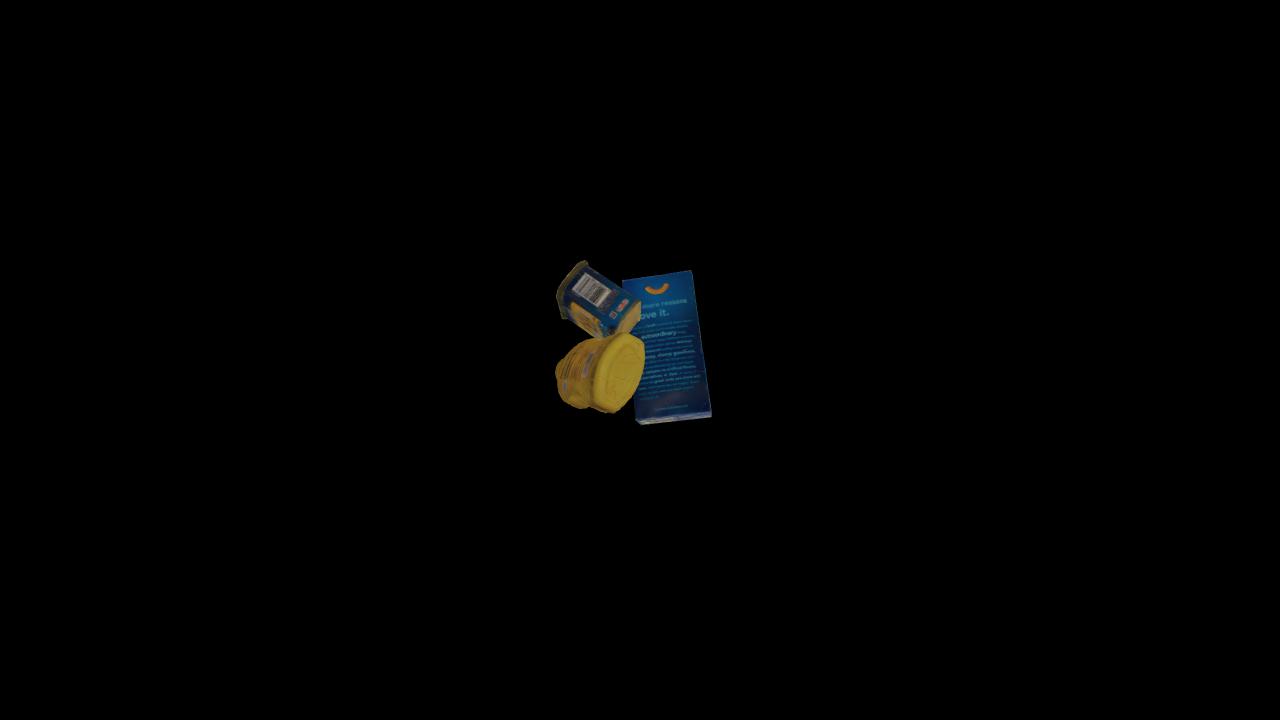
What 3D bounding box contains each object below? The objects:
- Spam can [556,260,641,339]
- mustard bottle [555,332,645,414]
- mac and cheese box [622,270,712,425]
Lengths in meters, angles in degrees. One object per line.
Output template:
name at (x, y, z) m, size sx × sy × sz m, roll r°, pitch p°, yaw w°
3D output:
Spam can at (-0.047, -0.061, 0.740) m, size 0.085 × 0.058 × 0.101 m, roll 35°, pitch -14°, yaw 9°
mustard bottle at (-0.061, 0.015, 0.744) m, size 0.054 × 0.092 × 0.184 m, roll 21°, pitch -11°, yaw -25°
mac and cheese box at (0.032, -0.016, 0.767) m, size 0.093 × 0.184 × 0.041 m, roll -8°, pitch -17°, yaw 8°
